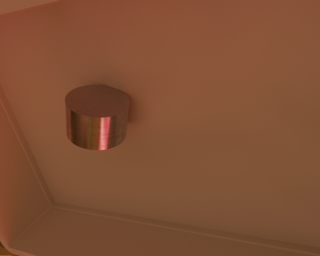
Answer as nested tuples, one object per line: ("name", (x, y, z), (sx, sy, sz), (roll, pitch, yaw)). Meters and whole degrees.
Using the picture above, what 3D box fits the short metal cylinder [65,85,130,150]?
("short metal cylinder", (-0.082, -0.016, 0.408), (0.080, 0.080, 0.050), (21, 126, 16))
